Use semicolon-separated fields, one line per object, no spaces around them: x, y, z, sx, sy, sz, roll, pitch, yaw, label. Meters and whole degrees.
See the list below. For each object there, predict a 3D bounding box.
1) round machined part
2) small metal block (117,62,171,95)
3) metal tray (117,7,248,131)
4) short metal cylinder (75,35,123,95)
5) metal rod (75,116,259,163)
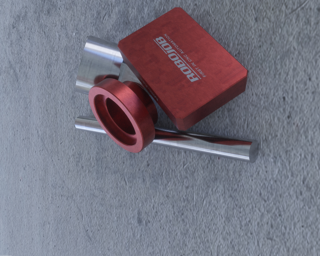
-0.041;-0.020;0.389;0.098;0.042;0.097;35;148;26;round machined part
-0.019;-0.063;0.404;0.050;0.050;0.025;30;109;36;small metal block
0.023;-0.071;0.351;0.090;0.030;0.130;-34;63;-7;metal tray
-0.082;-0.082;0.432;0.080;0.050;0.080;-164;89;-79;short metal cylinder
-0.016;0.008;0.420;0.300;0.025;0.025;8;95;39;metal rod
